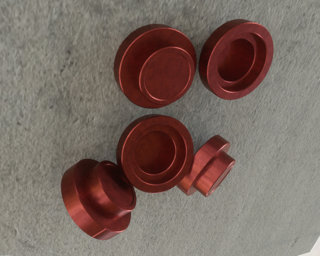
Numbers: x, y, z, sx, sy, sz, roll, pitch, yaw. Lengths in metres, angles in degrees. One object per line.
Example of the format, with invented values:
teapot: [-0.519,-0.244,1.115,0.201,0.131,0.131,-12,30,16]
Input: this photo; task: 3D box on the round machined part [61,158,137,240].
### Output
round machined part: [-0.065,0.078,0.368,0.042,0.098,0.098,-35,131,16]

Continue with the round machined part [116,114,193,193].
round machined part: [-0.010,0.030,0.397,0.099,0.042,0.097,-4,100,-26]

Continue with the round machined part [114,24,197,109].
round machined part: [0.000,-0.066,0.357,0.099,0.042,0.097,-14,125,-21]

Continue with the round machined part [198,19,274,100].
round machined part: [0.091,-0.088,0.393,0.099,0.042,0.097,-14,125,-21]

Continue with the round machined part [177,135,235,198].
round machined part: [0.072,0.061,0.447,0.098,0.042,0.098,-43,158,-22]
